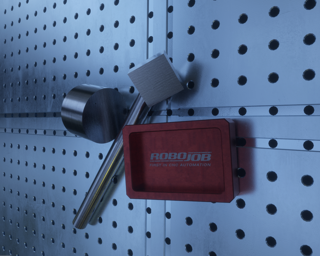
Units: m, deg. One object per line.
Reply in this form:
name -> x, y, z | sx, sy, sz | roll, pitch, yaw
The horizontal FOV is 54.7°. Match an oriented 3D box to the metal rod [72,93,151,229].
metal rod -> -0.066, 0.041, 0.463 | 0.025, 0.025, 0.298 | 44, 116, 31

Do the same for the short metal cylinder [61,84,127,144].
short metal cylinder -> -0.094, -0.022, 0.452 | 0.050, 0.081, 0.079 | 15, 100, 39

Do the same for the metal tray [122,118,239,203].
metal tray -> 0.022, 0.037, 0.363 | 0.130, 0.030, 0.089 | -4, 90, 24

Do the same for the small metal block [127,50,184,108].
small metal block -> -0.004, -0.061, 0.387 | 0.050, 0.025, 0.050 | -27, 111, 14

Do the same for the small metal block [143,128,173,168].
small metal block -> -0.002, 0.025, 0.411 | 0.050, 0.025, 0.050 | 7, 94, 40
